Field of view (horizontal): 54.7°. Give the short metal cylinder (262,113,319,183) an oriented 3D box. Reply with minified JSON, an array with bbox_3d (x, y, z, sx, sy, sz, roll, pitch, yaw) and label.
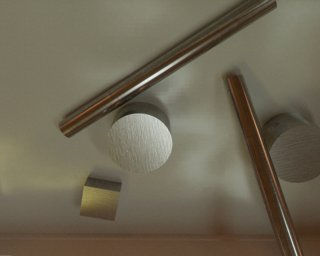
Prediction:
[{"bbox_3d":[0.176,0.025,0.410,0.081,0.050,0.079,0,110,-1],"label":"short metal cylinder"}]

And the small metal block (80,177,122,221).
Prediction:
[{"bbox_3d":[-0.085,0.103,0.448,0.050,0.025,0.050,11,110,-5],"label":"small metal block"}]

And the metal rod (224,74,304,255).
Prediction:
[{"bbox_3d":[0.137,0.079,0.378,0.025,0.025,0.298,-18,85,6],"label":"metal rod"}]

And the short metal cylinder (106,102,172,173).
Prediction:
[{"bbox_3d":[-0.025,0.011,0.402,0.081,0.050,0.079,0,110,-1],"label":"short metal cylinder"}]

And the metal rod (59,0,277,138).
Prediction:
[{"bbox_3d":[0.001,-0.073,0.384,0.300,0.025,0.025,-31,108,10],"label":"metal rod"}]
